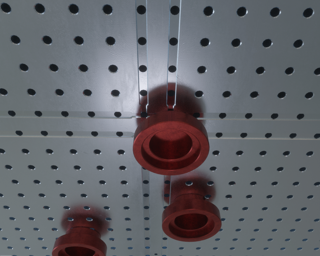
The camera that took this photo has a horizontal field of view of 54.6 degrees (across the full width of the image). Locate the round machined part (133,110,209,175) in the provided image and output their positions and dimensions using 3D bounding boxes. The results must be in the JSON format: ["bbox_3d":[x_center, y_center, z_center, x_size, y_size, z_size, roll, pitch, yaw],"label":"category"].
[{"bbox_3d":[0.014,0.016,0.414,0.099,0.042,0.097,0,130,0],"label":"round machined part"}]

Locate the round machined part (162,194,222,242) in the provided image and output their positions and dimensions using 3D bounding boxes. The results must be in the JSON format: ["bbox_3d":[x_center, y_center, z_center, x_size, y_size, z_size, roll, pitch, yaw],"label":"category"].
[{"bbox_3d":[0.053,0.149,0.528,0.099,0.042,0.097,0,130,0],"label":"round machined part"}]

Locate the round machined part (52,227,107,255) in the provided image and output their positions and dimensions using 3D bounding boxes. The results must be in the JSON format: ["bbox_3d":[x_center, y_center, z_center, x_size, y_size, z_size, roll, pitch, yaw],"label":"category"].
[{"bbox_3d":[-0.150,0.225,0.591,0.099,0.042,0.097,0,130,0],"label":"round machined part"}]
